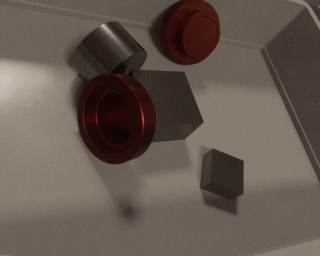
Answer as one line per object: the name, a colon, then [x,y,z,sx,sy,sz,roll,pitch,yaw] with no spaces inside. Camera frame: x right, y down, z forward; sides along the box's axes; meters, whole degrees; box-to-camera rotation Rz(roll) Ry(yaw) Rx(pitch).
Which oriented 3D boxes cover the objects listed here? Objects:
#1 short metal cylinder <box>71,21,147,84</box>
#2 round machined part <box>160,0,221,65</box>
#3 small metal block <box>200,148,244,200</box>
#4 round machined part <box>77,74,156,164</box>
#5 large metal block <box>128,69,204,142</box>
short metal cylinder: [-0.063,-0.086,0.390,0.050,0.080,0.080,48,51,5]
round machined part: [0.053,-0.144,0.475,0.099,0.097,0.042,-2,26,-30]
small metal block: [0.084,0.062,0.415,0.050,0.025,0.050,22,53,-15]
round machined part: [-0.044,-0.012,0.347,0.042,0.098,0.098,-14,68,-54]
large metal block: [-0.001,-0.028,0.408,0.081,0.050,0.080,-4,64,-30]
